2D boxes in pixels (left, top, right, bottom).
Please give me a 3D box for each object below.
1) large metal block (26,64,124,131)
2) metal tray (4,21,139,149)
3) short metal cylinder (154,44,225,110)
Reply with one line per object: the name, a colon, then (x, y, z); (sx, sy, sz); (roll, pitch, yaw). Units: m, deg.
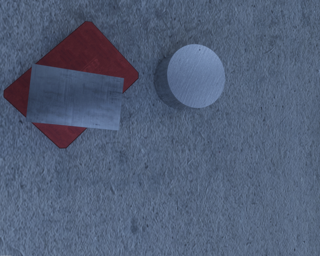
large metal block: (-0.088, -0.027, 0.315); (0.081, 0.080, 0.050); (6, 88, -20)
metal tray: (-0.101, -0.051, 0.369); (0.130, 0.030, 0.090); (-47, 105, -14)
short metal cylinder: (0.038, -0.065, 0.410); (0.081, 0.050, 0.080); (0, 90, -20)
